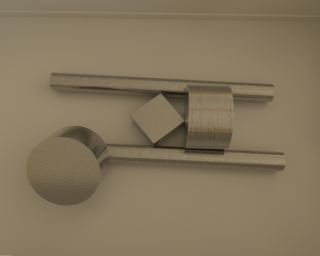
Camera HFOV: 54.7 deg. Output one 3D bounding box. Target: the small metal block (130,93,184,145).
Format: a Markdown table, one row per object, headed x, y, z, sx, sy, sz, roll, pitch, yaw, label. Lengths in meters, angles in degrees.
| x | y | z | sx | sy | sz | roll | pitch | yaw | label |
| --- | --- | --- | --- | --- | --- | --- | --- | --- | --- |
| -0.003 | -0.009 | 0.411 | 0.050 | 0.025 | 0.050 | -36 | 74 | -13 | small metal block |

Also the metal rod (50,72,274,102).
| x | y | z | sx | sy | sz | roll | pitch | yaw | label |
| --- | --- | --- | --- | --- | --- | --- | --- | --- | --- |
| 0.003 | -0.056 | 0.428 | 0.302 | 0.025 | 0.025 | 3 | 70 | 0 | metal rod |

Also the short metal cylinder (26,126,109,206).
| x | y | z | sx | sy | sz | roll | pitch | yaw | label |
| --- | --- | --- | --- | --- | --- | --- | --- | --- | --- |
| -0.104 | 0.042 | 0.360 | 0.081 | 0.050 | 0.079 | 0 | 104 | 1 | short metal cylinder |

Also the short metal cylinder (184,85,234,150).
| x | y | z | sx | sy | sz | roll | pitch | yaw | label |
| --- | --- | --- | --- | --- | --- | --- | --- | --- | --- |
| 0.057 | -0.014 | 0.385 | 0.050 | 0.080 | 0.080 | 2 | 70 | 0 | short metal cylinder |

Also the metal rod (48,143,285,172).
| x | y | z | sx | sy | sz | roll | pitch | yaw | label |
| --- | --- | --- | --- | --- | --- | --- | --- | --- | --- |
| 0.004 | 0.035 | 0.395 | 0.302 | 0.025 | 0.025 | 3 | 70 | 0 | metal rod |
